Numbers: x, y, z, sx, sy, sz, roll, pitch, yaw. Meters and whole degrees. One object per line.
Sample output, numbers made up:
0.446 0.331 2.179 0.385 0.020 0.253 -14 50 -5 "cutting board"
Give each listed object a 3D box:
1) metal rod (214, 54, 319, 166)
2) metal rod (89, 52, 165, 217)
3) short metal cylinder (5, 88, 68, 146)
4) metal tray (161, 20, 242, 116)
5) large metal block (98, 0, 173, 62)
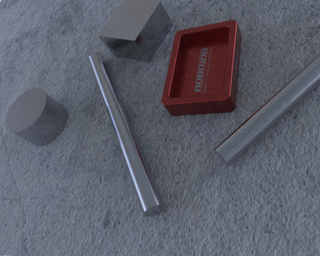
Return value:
0.181 -0.067 0.349 0.300 0.025 0.025 -42 51 -1 "metal rod"
-0.058 -0.013 0.440 0.025 0.025 0.300 -32 52 7 "metal rod"
-0.198 -0.017 0.500 0.080 0.050 0.080 -13 56 20 "short metal cylinder"
0.058 -0.081 0.418 0.090 0.030 0.130 -3 60 26 "metal tray"
-0.039 -0.159 0.504 0.080 0.050 0.080 18 71 34 "large metal block"
